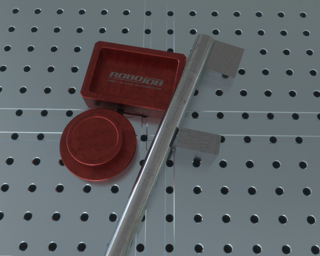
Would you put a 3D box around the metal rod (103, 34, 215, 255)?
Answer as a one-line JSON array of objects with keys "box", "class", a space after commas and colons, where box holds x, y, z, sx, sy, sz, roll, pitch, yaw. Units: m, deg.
[{"box": [0.002, 0.020, 0.379, 0.025, 0.025, 0.299, 22, 80, 7], "class": "metal rod"}]

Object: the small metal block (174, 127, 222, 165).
[{"box": [0.046, 0.024, 0.390, 0.050, 0.050, 0.025, 11, 71, 4], "class": "small metal block"}]

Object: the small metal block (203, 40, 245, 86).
[{"box": [0.088, -0.094, 0.447, 0.050, 0.025, 0.050, 20, 71, 7], "class": "small metal block"}]

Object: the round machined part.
[{"box": [-0.079, 0.019, 0.395, 0.099, 0.042, 0.098, 0, 70, 0], "class": "round machined part"}]

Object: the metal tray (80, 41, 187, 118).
[{"box": [-0.034, -0.067, 0.433, 0.131, 0.030, 0.090, 10, 70, 3], "class": "metal tray"}]
